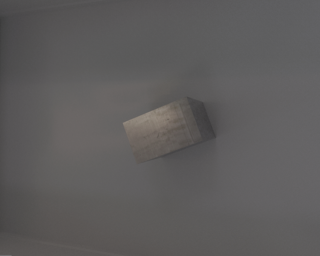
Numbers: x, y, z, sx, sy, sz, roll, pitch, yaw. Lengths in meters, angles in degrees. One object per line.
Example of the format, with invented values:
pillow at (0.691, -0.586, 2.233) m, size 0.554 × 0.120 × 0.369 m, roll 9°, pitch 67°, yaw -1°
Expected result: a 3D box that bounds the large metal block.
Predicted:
large metal block at (0.015, 0.003, 0.376) m, size 0.080 × 0.080 × 0.050 m, roll -22°, pitch 83°, yaw 19°
